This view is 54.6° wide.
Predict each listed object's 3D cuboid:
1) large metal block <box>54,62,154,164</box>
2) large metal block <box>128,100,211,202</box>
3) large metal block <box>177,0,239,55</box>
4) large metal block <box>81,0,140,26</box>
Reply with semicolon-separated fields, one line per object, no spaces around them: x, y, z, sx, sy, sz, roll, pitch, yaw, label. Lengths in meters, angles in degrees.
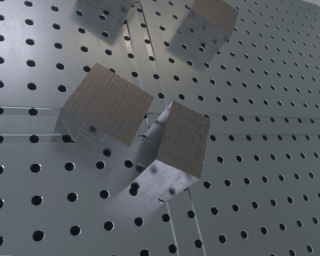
-0.064;-0.017;0.368;0.080;0.050;0.080;31;52;-9;large metal block
0.011;0.029;0.361;0.050;0.080;0.080;26;53;-12;large metal block
0.087;-0.192;0.555;0.080;0.050;0.080;30;52;-9;large metal block
-0.071;-0.222;0.489;0.080;0.050;0.080;30;52;-9;large metal block
